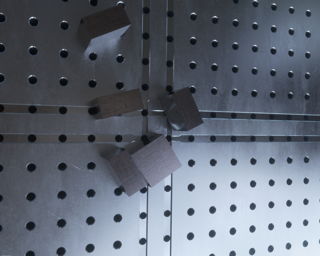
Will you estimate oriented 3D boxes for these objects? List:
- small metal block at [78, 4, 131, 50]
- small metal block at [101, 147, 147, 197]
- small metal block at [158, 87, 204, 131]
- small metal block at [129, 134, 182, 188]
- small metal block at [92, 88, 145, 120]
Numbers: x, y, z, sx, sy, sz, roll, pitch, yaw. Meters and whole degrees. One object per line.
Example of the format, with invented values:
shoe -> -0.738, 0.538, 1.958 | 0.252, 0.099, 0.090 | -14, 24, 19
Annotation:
small metal block -> -0.068, -0.121, 0.374 | 0.050, 0.050, 0.025 | -27, 99, -18
small metal block -> -0.045, 0.052, 0.382 | 0.025, 0.050, 0.050 | -31, 101, -17
small metal block -> 0.026, -0.024, 0.409 | 0.025, 0.050, 0.050 | -27, 99, -18
small metal block -> -0.007, 0.042, 0.410 | 0.050, 0.025, 0.050 | -33, 101, -17
small metal block -> -0.053, -0.029, 0.380 | 0.050, 0.050, 0.025 | -15, 96, -19
